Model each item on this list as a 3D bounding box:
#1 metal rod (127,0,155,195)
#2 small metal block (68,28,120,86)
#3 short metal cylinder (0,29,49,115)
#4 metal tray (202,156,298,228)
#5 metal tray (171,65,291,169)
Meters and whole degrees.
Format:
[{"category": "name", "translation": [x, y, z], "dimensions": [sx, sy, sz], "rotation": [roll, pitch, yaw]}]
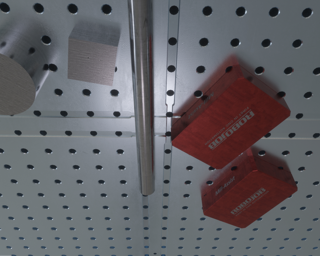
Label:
[{"category": "metal rod", "translation": [-0.020, -0.016, 0.397], "dimensions": [0.025, 0.025, 0.298], "rotation": [0, 130, 0]}, {"category": "small metal block", "translation": [-0.074, -0.078, 0.344], "dimensions": [0.050, 0.025, 0.050], "rotation": [9, 130, -8]}, {"category": "short metal cylinder", "translation": [-0.171, -0.061, 0.342], "dimensions": [0.081, 0.050, 0.079], "rotation": [0, 130, 0]}, {"category": "metal tray", "translation": [0.141, 0.109, 0.503], "dimensions": [0.090, 0.030, 0.129], "rotation": [24, 126, -20]}, {"category": "metal tray", "translation": [0.087, -0.008, 0.403], "dimensions": [0.090, 0.030, 0.129], "rotation": [29, 124, -23]}]
